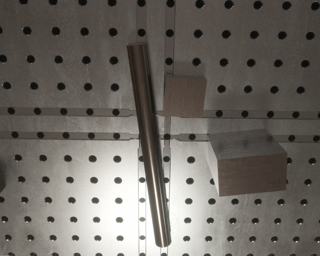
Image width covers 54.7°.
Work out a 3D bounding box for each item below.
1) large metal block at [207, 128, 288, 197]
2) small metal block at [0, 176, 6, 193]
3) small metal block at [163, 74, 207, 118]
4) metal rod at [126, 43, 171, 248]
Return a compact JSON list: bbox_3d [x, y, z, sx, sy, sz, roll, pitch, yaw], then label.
[{"bbox_3d":[0.108,0.042,0.401,0.080,0.080,0.050,-6,110,2],"label":"large metal block"},{"bbox_3d":[-0.254,0.091,0.430,0.050,0.050,0.025,-15,110,5],"label":"small metal block"},{"bbox_3d":[0.031,-0.041,0.399,0.050,0.025,0.050,4,110,-2],"label":"small metal block"},{"bbox_3d":[-0.011,0.037,0.426,0.025,0.025,0.298,-6,110,2],"label":"metal rod"}]
